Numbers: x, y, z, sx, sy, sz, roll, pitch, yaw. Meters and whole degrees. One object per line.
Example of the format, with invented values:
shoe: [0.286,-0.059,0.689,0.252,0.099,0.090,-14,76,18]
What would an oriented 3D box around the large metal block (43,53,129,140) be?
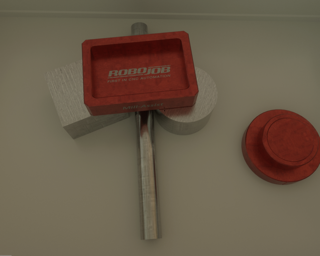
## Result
large metal block: [-0.095,-0.042,0.411,0.080,0.050,0.080,-22,72,-8]

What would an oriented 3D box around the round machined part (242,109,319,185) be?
round machined part: [0.158,0.021,0.395,0.099,0.042,0.098,0,70,-1]

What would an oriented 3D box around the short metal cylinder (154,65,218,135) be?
short metal cylinder: [0.032,-0.036,0.410,0.081,0.050,0.080,0,70,-1]

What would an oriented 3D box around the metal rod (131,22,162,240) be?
metal rod: [-0.021,-0.010,0.413,0.025,0.025,0.299,-4,70,-2]

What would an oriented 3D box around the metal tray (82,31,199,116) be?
metal tray: [-0.025,-0.067,0.378,0.131,0.030,0.090,-6,70,-3]
